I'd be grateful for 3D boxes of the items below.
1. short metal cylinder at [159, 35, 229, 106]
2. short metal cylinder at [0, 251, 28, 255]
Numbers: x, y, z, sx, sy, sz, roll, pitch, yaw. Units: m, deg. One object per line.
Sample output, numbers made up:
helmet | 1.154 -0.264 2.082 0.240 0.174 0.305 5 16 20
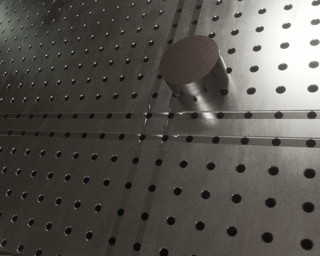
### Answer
short metal cylinder | 0.046 -0.076 0.414 0.080 0.050 0.080 -13 56 21
short metal cylinder | -0.182 0.192 0.367 0.080 0.050 0.080 -13 56 20
